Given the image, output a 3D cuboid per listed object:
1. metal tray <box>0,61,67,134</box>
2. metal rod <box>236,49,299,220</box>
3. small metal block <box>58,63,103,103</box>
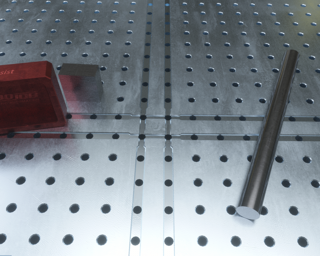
[{"bbox_3d":[-0.194,-0.034,0.391,0.131,0.089,0.030,-8,51,-7],"label":"metal tray"},{"bbox_3d":[0.155,-0.014,0.420,0.025,0.025,0.301,19,52,15],"label":"metal rod"},{"bbox_3d":[-0.112,-0.064,0.444,0.050,0.050,0.025,3,50,2],"label":"small metal block"}]
